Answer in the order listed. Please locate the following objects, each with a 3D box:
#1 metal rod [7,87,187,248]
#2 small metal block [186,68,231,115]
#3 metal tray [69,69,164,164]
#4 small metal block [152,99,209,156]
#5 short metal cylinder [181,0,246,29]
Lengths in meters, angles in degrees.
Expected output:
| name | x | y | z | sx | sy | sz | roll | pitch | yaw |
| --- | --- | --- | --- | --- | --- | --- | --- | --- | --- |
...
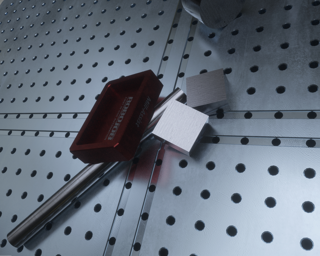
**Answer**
| name | x | y | z | sx | sy | sz | roll | pitch | yaw |
| --- | --- | --- | --- | --- | --- | --- | --- | --- | --- |
| metal rod | -0.082 | 0.052 | 0.417 | 0.300 | 0.025 | 0.025 | -41 | 51 | 0 |
| small metal block | 0.062 | -0.045 | 0.402 | 0.050 | 0.025 | 0.050 | -12 | 57 | 21 |
| metal tray | -0.056 | -0.016 | 0.417 | 0.090 | 0.030 | 0.130 | -8 | 47 | 37 |
| small metal block | 0.026 | -0.001 | 0.382 | 0.050 | 0.025 | 0.050 | 27 | 78 | 14 |
| short metal cylinder | 0.078 | -0.193 | 0.450 | 0.080 | 0.080 | 0.050 | -39 | 51 | 2 |
